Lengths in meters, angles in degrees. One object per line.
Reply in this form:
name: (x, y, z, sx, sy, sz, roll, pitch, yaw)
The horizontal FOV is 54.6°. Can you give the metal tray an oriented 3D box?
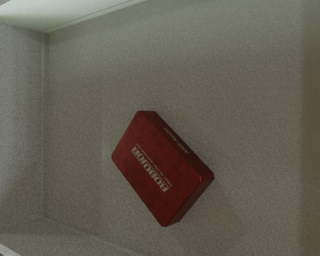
metal tray: (-0.002, 0.050, 0.407, 0.130, 0.030, 0.090, 48, 118, 29)
